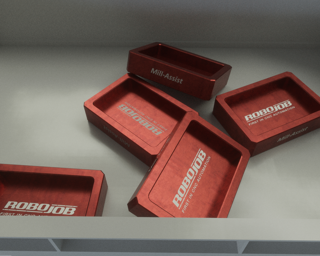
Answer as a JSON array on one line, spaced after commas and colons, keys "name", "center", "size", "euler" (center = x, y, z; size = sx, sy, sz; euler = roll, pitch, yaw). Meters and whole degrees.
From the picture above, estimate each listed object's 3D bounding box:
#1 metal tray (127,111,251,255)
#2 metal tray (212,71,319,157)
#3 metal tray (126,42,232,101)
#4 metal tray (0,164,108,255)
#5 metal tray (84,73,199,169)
[{"name": "metal tray", "center": [0.036, 0.054, 0.334], "size": [0.090, 0.030, 0.130], "euler": [35, 55, -3]}, {"name": "metal tray", "center": [0.150, -0.023, 0.421], "size": [0.131, 0.030, 0.090], "euler": [-20, 53, -16]}, {"name": "metal tray", "center": [0.029, -0.087, 0.454], "size": [0.130, 0.030, 0.090], "euler": [23, 31, 18]}, {"name": "metal tray", "center": [-0.129, 0.086, 0.327], "size": [0.131, 0.030, 0.090], "euler": [3, 50, 3]}, {"name": "metal tray", "center": [-0.025, -0.015, 0.414], "size": [0.130, 0.030, 0.090], "euler": [34, 58, 25]}]
